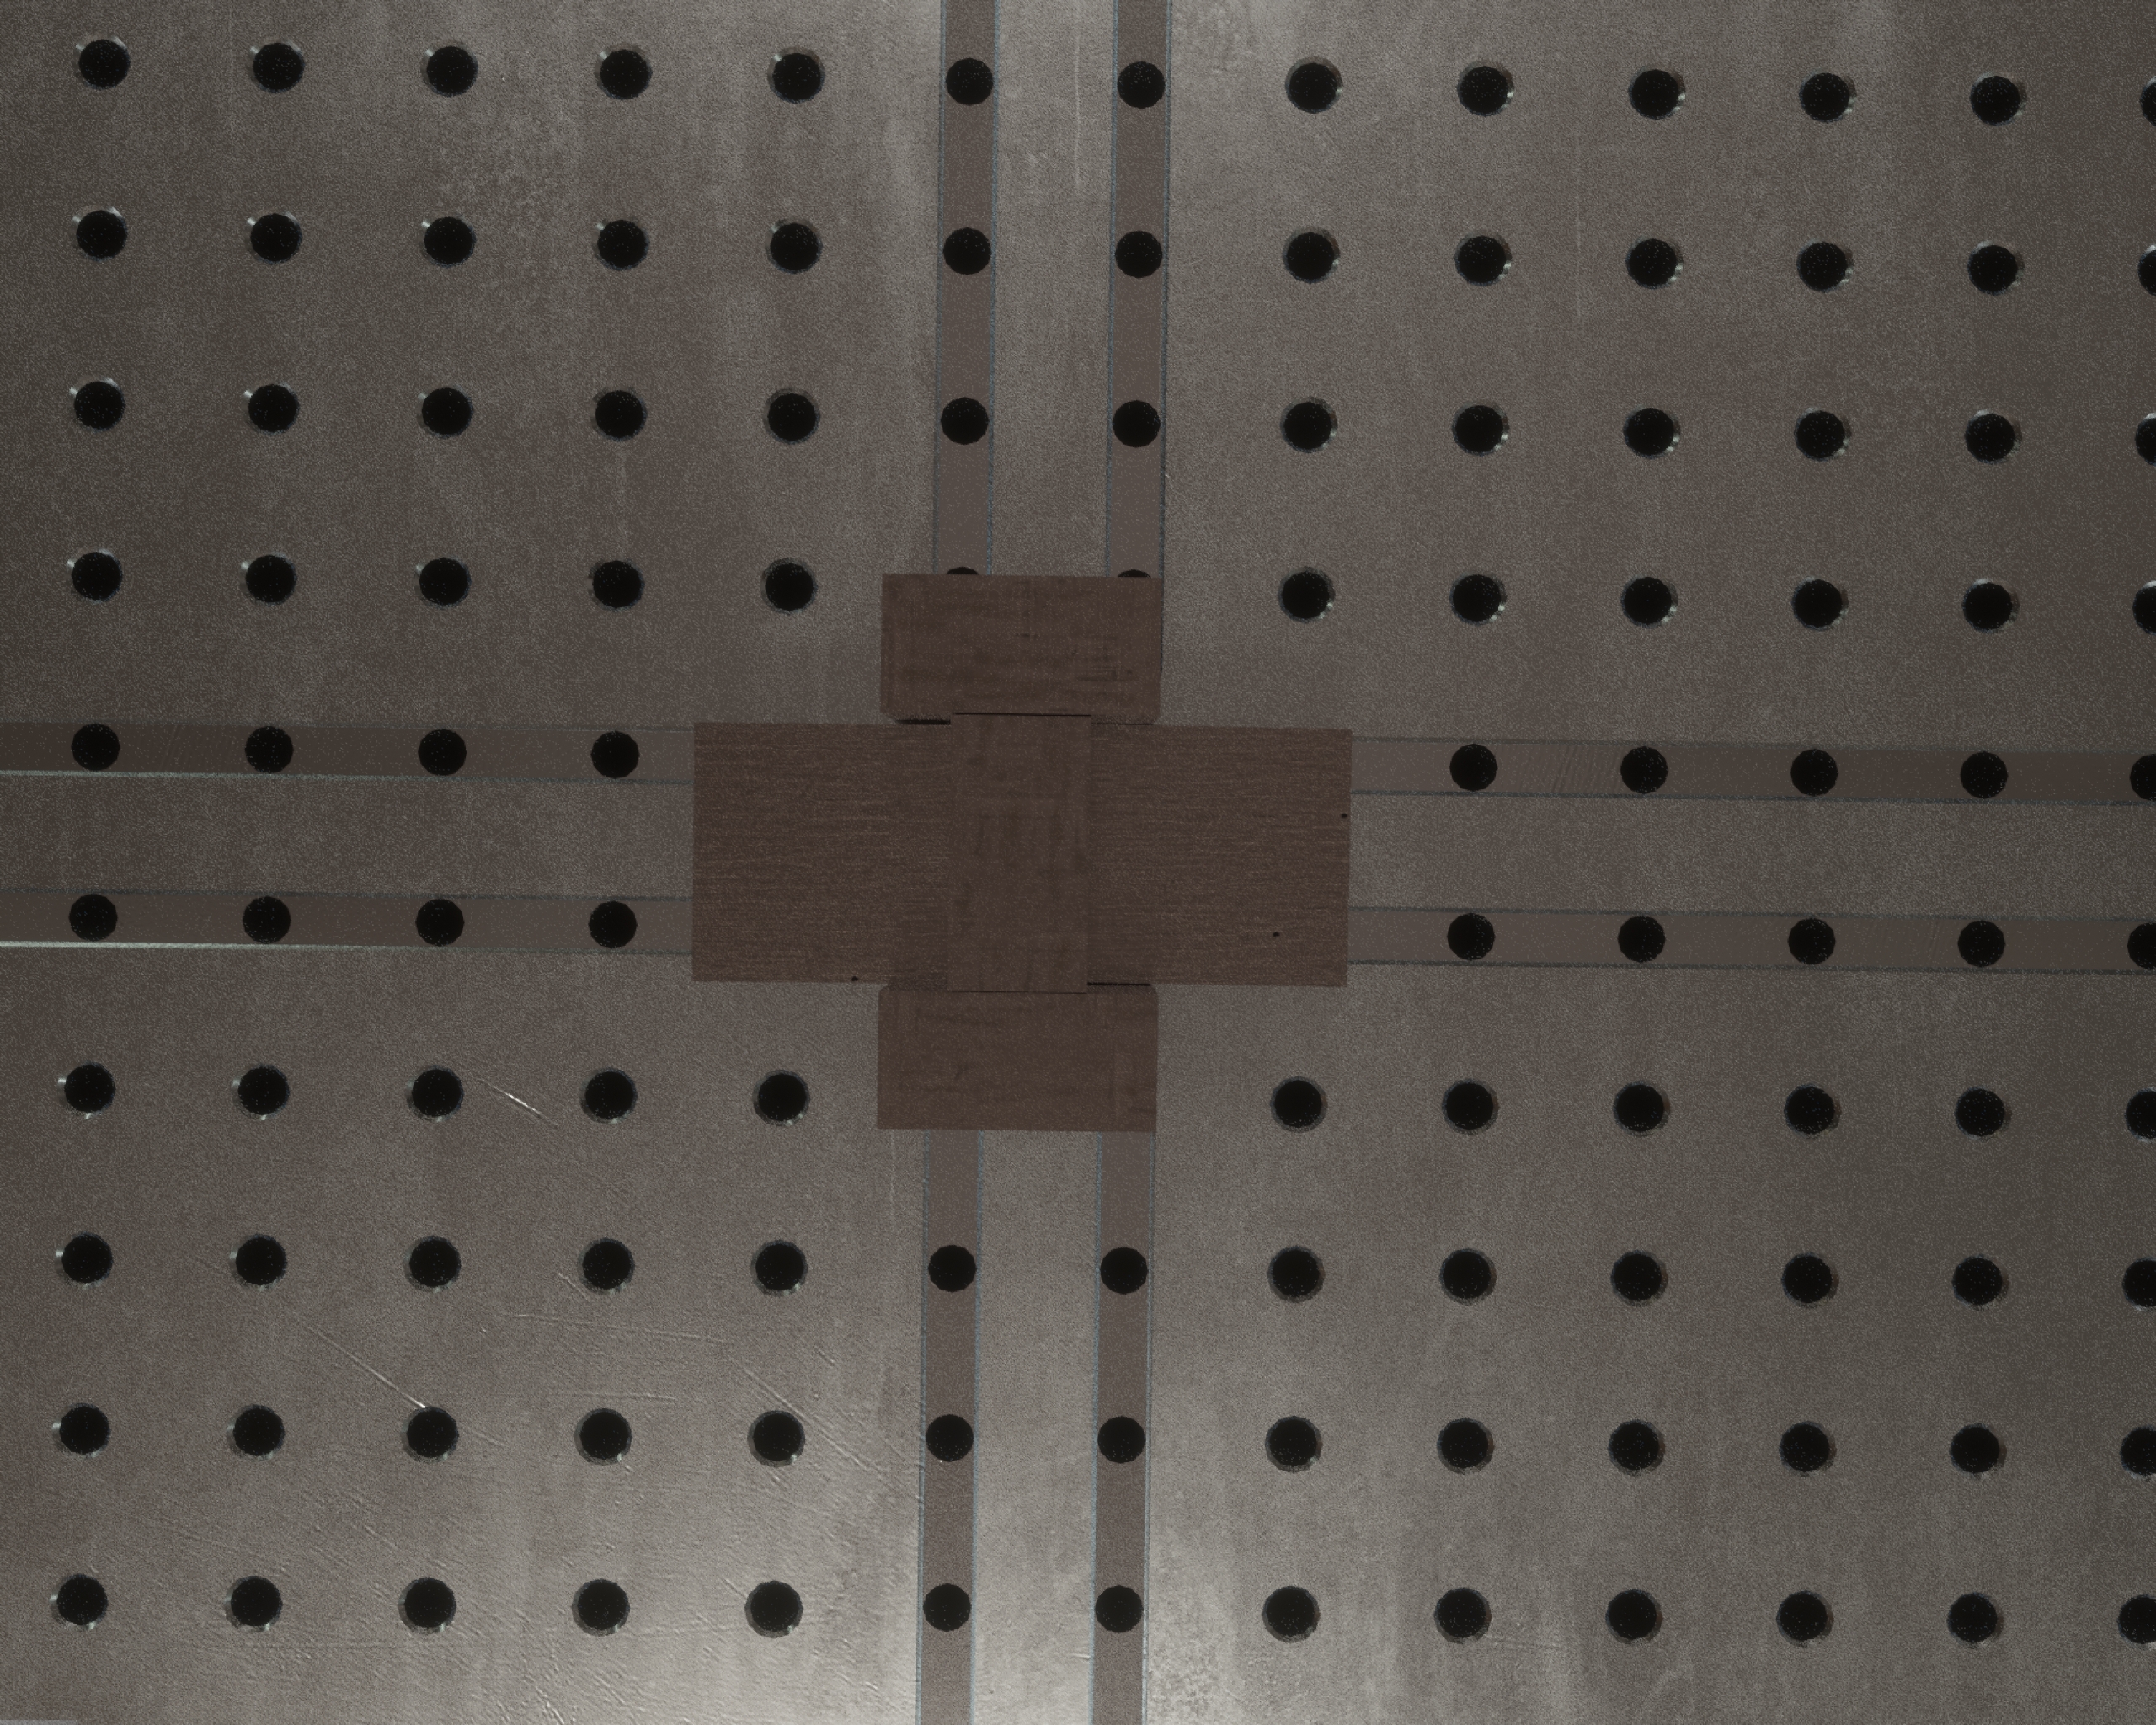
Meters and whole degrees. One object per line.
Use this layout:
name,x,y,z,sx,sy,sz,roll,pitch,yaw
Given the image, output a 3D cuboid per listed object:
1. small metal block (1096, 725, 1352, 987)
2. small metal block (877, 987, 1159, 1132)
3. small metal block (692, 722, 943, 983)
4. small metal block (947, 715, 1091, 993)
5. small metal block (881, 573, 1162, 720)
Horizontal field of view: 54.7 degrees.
small metal block,0.027,-0.001,0.413,0.050,0.025,0.050,1,90,-1
small metal block,-0.011,0.036,0.400,0.050,0.050,0.025,1,90,-1
small metal block,-0.049,-0.002,0.412,0.050,0.025,0.050,1,90,-1
small metal block,-0.011,-0.002,0.400,0.025,0.050,0.050,1,90,0
small metal block,-0.010,-0.039,0.400,0.050,0.050,0.025,1,90,-1
